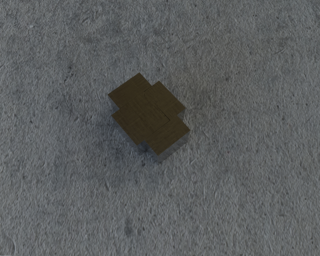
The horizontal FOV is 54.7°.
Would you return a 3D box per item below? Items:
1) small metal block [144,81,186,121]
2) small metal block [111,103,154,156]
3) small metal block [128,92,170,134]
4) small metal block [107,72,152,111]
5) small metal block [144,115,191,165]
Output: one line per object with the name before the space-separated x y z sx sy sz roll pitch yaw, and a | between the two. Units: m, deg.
small metal block | 0.006 -0.026 0.405 0.025 0.050 0.050 -39 75 -13
small metal block | -0.033 0.004 0.394 0.025 0.050 0.050 -38 75 -13
small metal block | -0.014 -0.011 0.399 0.025 0.050 0.050 -38 75 -13
small metal block | -0.038 -0.039 0.409 0.050 0.050 0.025 -37 75 -13
small metal block | 0.009 0.017 0.389 0.050 0.050 0.025 -37 75 -13
